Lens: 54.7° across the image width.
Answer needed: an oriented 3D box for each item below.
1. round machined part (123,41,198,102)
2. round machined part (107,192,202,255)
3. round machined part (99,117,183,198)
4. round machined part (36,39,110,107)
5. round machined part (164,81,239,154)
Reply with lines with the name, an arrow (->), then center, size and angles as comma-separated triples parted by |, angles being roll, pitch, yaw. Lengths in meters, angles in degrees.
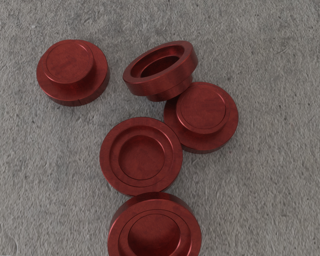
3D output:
round machined part -> 0.004, -0.071, 0.407 | 0.098, 0.042, 0.098 | -19, 34, 14
round machined part -> -0.007, 0.116, 0.342 | 0.099, 0.042, 0.097 | -1, 101, -6
round machined part -> -0.022, 0.039, 0.385 | 0.099, 0.042, 0.098 | 0, 70, 0
round machined part -> -0.122, -0.082, 0.428 | 0.099, 0.042, 0.098 | 0, 70, 0
round machined part -> 0.054, -0.018, 0.406 | 0.099, 0.042, 0.098 | 0, 70, 0
